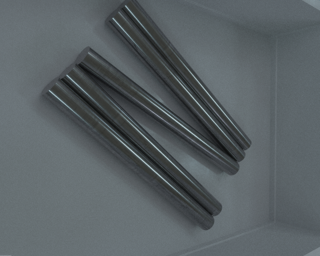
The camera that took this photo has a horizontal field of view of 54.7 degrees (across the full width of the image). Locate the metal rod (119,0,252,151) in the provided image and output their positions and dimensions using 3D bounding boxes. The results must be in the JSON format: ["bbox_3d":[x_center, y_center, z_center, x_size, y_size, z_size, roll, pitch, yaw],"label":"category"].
[{"bbox_3d":[0.051,-0.061,0.447,0.300,0.025,0.025,44,64,-31],"label":"metal rod"}]

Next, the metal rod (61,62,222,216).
[{"bbox_3d":[-0.006,0.032,0.400,0.300,0.025,0.025,45,63,-31],"label":"metal rod"}]

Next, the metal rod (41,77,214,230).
[{"bbox_3d":[-0.020,0.050,0.388,0.300,0.025,0.025,45,63,-31],"label":"metal rod"}]

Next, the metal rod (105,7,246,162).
[{"bbox_3d":[0.038,-0.042,0.436,0.300,0.025,0.025,44,64,-31],"label":"metal rod"}]

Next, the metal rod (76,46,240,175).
[{"bbox_3d":[0.017,-0.006,0.419,0.301,0.025,0.025,35,68,-34],"label":"metal rod"}]
